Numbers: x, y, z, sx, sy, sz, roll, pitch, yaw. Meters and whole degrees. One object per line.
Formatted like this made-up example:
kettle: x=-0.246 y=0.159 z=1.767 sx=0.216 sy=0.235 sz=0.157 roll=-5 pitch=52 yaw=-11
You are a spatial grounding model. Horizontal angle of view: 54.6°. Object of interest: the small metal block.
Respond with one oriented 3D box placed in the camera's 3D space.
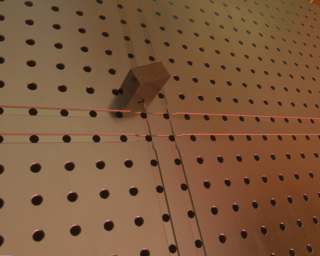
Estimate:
small metal block: x=-0.022 y=-0.060 z=0.416 sx=0.050 sy=0.050 sz=0.025 roll=-21 pitch=73 yaw=-36
